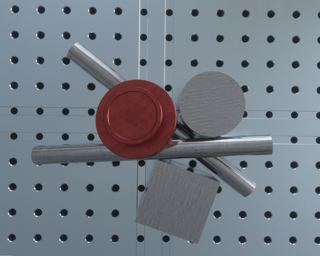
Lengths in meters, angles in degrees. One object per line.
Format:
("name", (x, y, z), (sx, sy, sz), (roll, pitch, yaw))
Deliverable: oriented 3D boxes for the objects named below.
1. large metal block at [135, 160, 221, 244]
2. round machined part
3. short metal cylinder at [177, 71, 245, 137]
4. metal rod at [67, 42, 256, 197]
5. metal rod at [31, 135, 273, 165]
("large metal block", (0.022, 0.089, 0.399), (0.080, 0.050, 0.080), (20, 90, -1))
("round machined part", (-0.029, -0.011, 0.371), (0.099, 0.042, 0.097), (-1, 81, 5))
("short metal cylinder", (0.064, -0.029, 0.401), (0.081, 0.050, 0.079), (0, 90, -1))
("metal rod", (0.003, -0.011, 0.414), (0.300, 0.025, 0.025), (38, 90, -1))
("metal rod", (-0.015, 0.028, 0.395), (0.302, 0.025, 0.025), (-3, 90, 7))
